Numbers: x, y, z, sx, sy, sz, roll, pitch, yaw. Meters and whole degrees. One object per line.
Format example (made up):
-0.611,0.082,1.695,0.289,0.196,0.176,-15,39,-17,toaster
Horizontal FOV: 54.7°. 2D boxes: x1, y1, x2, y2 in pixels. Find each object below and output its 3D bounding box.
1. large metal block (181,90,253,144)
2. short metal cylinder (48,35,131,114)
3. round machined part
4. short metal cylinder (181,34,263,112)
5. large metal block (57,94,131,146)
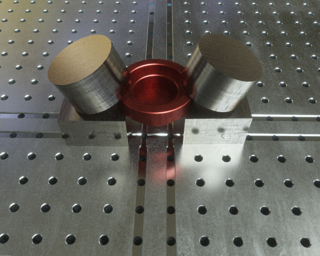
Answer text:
0.070,-0.026,0.413,0.081,0.050,0.080,-1,50,-1,large metal block
-0.081,-0.063,0.362,0.080,0.050,0.080,-13,49,16,short metal cylinder
-0.005,-0.041,0.392,0.099,0.042,0.098,0,50,0,round machined part
0.071,-0.065,0.365,0.081,0.050,0.080,13,48,-15,short metal cylinder
-0.080,-0.023,0.410,0.080,0.050,0.080,1,50,0,large metal block
